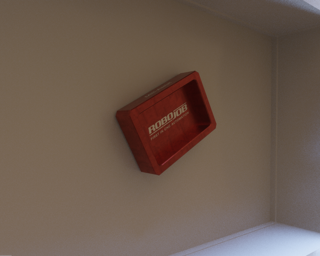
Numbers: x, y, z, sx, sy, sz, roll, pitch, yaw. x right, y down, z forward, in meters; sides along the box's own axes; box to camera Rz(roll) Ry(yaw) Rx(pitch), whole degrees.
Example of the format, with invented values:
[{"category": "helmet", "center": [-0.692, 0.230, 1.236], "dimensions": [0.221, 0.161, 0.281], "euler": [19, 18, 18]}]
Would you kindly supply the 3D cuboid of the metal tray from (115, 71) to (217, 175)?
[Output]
[{"category": "metal tray", "center": [0.014, -0.010, 0.410], "dimensions": [0.131, 0.030, 0.090], "euler": [-35, 112, -35]}]
